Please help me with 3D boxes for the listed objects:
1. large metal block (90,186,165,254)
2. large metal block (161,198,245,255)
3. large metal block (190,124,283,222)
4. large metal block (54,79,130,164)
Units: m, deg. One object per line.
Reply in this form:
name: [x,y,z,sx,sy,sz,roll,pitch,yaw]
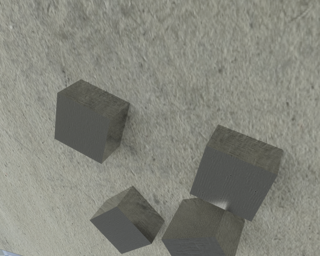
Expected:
large metal block: [-0.054,0.153,0.512,0.080,0.050,0.080,-35,99,38]
large metal block: [0.061,0.139,0.424,0.080,0.080,0.050,-17,110,34]
large metal block: [0.091,0.054,0.376,0.080,0.050,0.079,23,127,14]
large metal block: [-0.096,-0.009,0.434,0.080,0.050,0.079,26,128,11]
